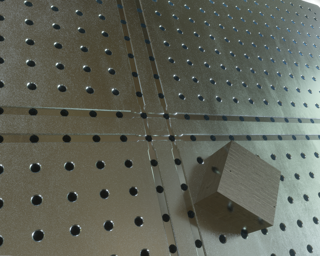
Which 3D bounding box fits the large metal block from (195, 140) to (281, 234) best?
[{"bbox_3d":[0.102,0.076,0.400,0.080,0.050,0.080,32,52,-7],"label":"large metal block"}]
